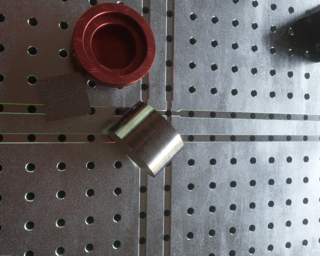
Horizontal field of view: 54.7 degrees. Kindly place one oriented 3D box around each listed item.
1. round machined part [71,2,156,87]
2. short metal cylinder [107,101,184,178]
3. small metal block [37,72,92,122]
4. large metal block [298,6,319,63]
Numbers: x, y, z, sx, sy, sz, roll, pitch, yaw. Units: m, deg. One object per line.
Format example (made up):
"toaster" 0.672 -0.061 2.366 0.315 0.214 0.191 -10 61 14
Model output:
"round machined part" -0.058 -0.098 0.380 0.099 0.042 0.097 1 88 -21
"short metal cylinder" -0.018 0.014 0.377 0.050 0.080 0.080 -45 104 -14
"small metal block" -0.114 -0.037 0.370 0.050 0.025 0.050 -15 95 -19
"large metal block" 0.287 -0.165 0.504 0.080 0.050 0.080 -34 101 -17
